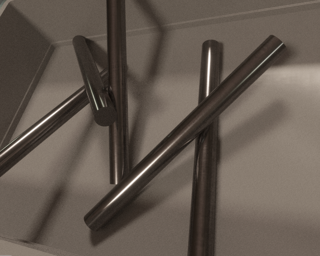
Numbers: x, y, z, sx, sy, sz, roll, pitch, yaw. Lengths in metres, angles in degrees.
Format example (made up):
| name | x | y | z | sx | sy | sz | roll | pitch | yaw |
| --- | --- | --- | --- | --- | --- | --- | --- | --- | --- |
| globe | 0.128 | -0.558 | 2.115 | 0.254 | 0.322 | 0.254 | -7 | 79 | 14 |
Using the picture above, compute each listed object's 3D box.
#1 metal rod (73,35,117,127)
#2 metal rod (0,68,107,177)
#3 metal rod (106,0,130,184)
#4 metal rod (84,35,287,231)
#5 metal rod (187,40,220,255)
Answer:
| name | x | y | z | sx | sy | sz | roll | pitch | yaw |
| --- | --- | --- | --- | --- | --- | --- | --- | --- | --- |
| metal rod | -0.106 | -0.087 | 0.463 | 0.025 | 0.025 | 0.300 | -37 | 36 | 4 |
| metal rod | -0.152 | -0.002 | 0.415 | 0.025 | 0.025 | 0.301 | 15 | 47 | 34 |
| metal rod | -0.056 | -0.078 | 0.406 | 0.025 | 0.025 | 0.298 | -5 | 84 | 25 |
| metal rod | 0.023 | 0.012 | 0.357 | 0.300 | 0.025 | 0.025 | -45 | 51 | 8 |
| metal rod | 0.055 | 0.015 | 0.367 | 0.025 | 0.025 | 0.299 | -7 | 59 | 24 |
